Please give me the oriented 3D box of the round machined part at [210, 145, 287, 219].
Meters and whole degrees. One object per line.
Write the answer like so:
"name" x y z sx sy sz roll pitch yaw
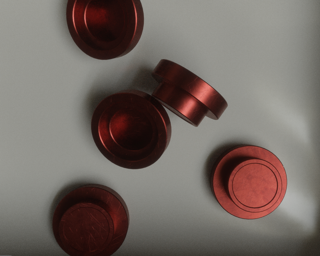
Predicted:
"round machined part" 0.118 0.071 0.405 0.099 0.042 0.097 0 90 -1

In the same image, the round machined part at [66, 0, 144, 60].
"round machined part" -0.064 -0.137 0.389 0.098 0.042 0.097 8 111 21

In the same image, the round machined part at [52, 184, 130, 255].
"round machined part" -0.091 0.125 0.402 0.099 0.042 0.097 0 90 -1

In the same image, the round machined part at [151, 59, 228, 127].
"round machined part" 0.029 -0.037 0.376 0.098 0.098 0.042 35 90 -1

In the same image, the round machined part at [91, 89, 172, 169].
"round machined part" -0.033 -0.001 0.391 0.098 0.042 0.097 5 110 16
